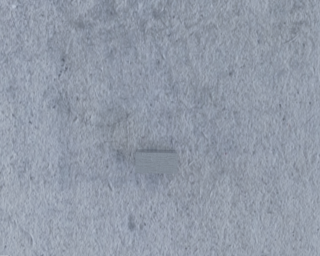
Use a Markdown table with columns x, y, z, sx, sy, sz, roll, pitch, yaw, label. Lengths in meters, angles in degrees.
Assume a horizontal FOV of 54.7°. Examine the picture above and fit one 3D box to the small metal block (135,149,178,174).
| x | y | z | sx | sy | sz | roll | pitch | yaw | label |
| --- | --- | --- | --- | --- | --- | --- | --- | --- | --- |
| -0.004 | 0.042 | 0.398 | 0.050 | 0.050 | 0.025 | 1 | 90 | -1 | small metal block |
